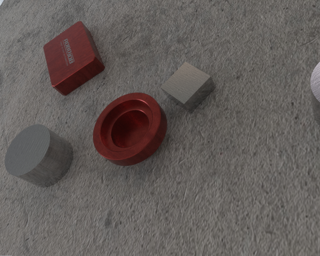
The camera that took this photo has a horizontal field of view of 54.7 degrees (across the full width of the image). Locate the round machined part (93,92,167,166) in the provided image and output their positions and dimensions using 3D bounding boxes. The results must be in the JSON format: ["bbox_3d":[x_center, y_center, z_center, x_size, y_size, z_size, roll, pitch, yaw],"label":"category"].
[{"bbox_3d":[-0.035,0.005,0.408,0.098,0.042,0.098,-13,56,21],"label":"round machined part"}]

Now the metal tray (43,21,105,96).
[{"bbox_3d":[-0.160,-0.130,0.564,0.090,0.030,0.130,-32,52,7],"label":"metal tray"}]

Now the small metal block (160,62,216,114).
[{"bbox_3d":[0.038,-0.055,0.418,0.050,0.025,0.050,-46,51,-4],"label":"small metal block"}]

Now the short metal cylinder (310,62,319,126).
[{"bbox_3d":[0.195,-0.034,0.307,0.080,0.050,0.080,-13,56,21],"label":"short metal cylinder"}]

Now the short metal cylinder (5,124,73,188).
[{"bbox_3d":[-0.177,0.041,0.455,0.080,0.050,0.080,-13,56,21],"label":"short metal cylinder"}]
